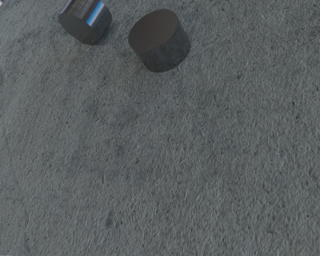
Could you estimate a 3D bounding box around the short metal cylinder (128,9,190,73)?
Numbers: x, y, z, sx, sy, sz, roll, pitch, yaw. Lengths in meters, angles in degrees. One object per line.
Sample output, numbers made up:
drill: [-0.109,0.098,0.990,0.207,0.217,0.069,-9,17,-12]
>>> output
short metal cylinder: [-0.001,-0.131,0.469,0.080,0.050,0.080,-13,56,21]

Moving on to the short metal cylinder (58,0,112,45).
short metal cylinder: [-0.134,-0.196,0.560,0.080,0.080,0.050,14,69,34]
